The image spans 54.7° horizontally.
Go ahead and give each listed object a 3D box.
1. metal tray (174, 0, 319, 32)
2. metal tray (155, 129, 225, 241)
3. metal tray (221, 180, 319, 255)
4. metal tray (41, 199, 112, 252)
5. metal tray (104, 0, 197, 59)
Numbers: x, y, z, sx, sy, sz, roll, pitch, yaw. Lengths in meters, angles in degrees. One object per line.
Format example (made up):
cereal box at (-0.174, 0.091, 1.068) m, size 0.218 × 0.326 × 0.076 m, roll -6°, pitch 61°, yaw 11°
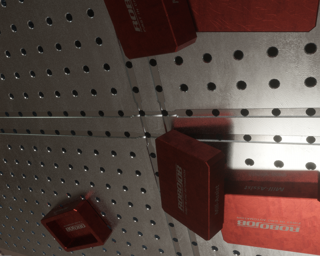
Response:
metal tray at (0.076, -0.136, 0.283) m, size 0.130 × 0.030 × 0.089 m, roll 8°, pitch 122°, yaw 23°
metal tray at (0.039, 0.075, 0.412) m, size 0.090 × 0.030 × 0.129 m, roll 25°, pitch 131°, yaw 41°
metal tray at (0.142, 0.115, 0.404) m, size 0.130 × 0.030 × 0.089 m, roll -3°, pitch 117°, yaw 29°
metal tray at (-0.168, 0.196, 0.615) m, size 0.130 × 0.030 × 0.090 m, roll -26°, pitch 105°, yaw 36°
metal tray at (-0.021, -0.139, 0.311) m, size 0.090 × 0.030 × 0.129 m, roll 7°, pitch 125°, yaw 50°
